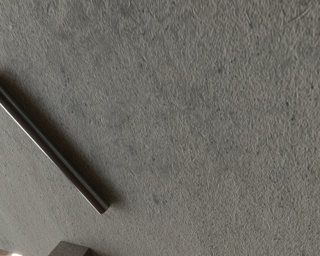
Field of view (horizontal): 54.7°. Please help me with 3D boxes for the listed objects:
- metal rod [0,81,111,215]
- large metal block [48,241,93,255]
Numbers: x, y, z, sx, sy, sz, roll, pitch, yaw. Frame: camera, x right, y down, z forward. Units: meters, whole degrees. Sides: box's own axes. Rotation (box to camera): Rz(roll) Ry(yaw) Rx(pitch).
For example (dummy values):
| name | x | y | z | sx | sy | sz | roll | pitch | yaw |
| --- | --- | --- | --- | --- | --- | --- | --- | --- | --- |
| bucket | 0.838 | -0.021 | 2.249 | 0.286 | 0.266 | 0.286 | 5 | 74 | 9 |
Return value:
| name | x | y | z | sx | sy | sz | roll | pitch | yaw |
| --- | --- | --- | --- | --- | --- | --- | --- | --- | --- |
| metal rod | -0.191 | 0.029 | 0.522 | 0.025 | 0.025 | 0.300 | -33 | 101 | 38 |
| large metal block | -0.188 | 0.299 | 0.672 | 0.080 | 0.050 | 0.079 | 1 | 119 | 27 |
